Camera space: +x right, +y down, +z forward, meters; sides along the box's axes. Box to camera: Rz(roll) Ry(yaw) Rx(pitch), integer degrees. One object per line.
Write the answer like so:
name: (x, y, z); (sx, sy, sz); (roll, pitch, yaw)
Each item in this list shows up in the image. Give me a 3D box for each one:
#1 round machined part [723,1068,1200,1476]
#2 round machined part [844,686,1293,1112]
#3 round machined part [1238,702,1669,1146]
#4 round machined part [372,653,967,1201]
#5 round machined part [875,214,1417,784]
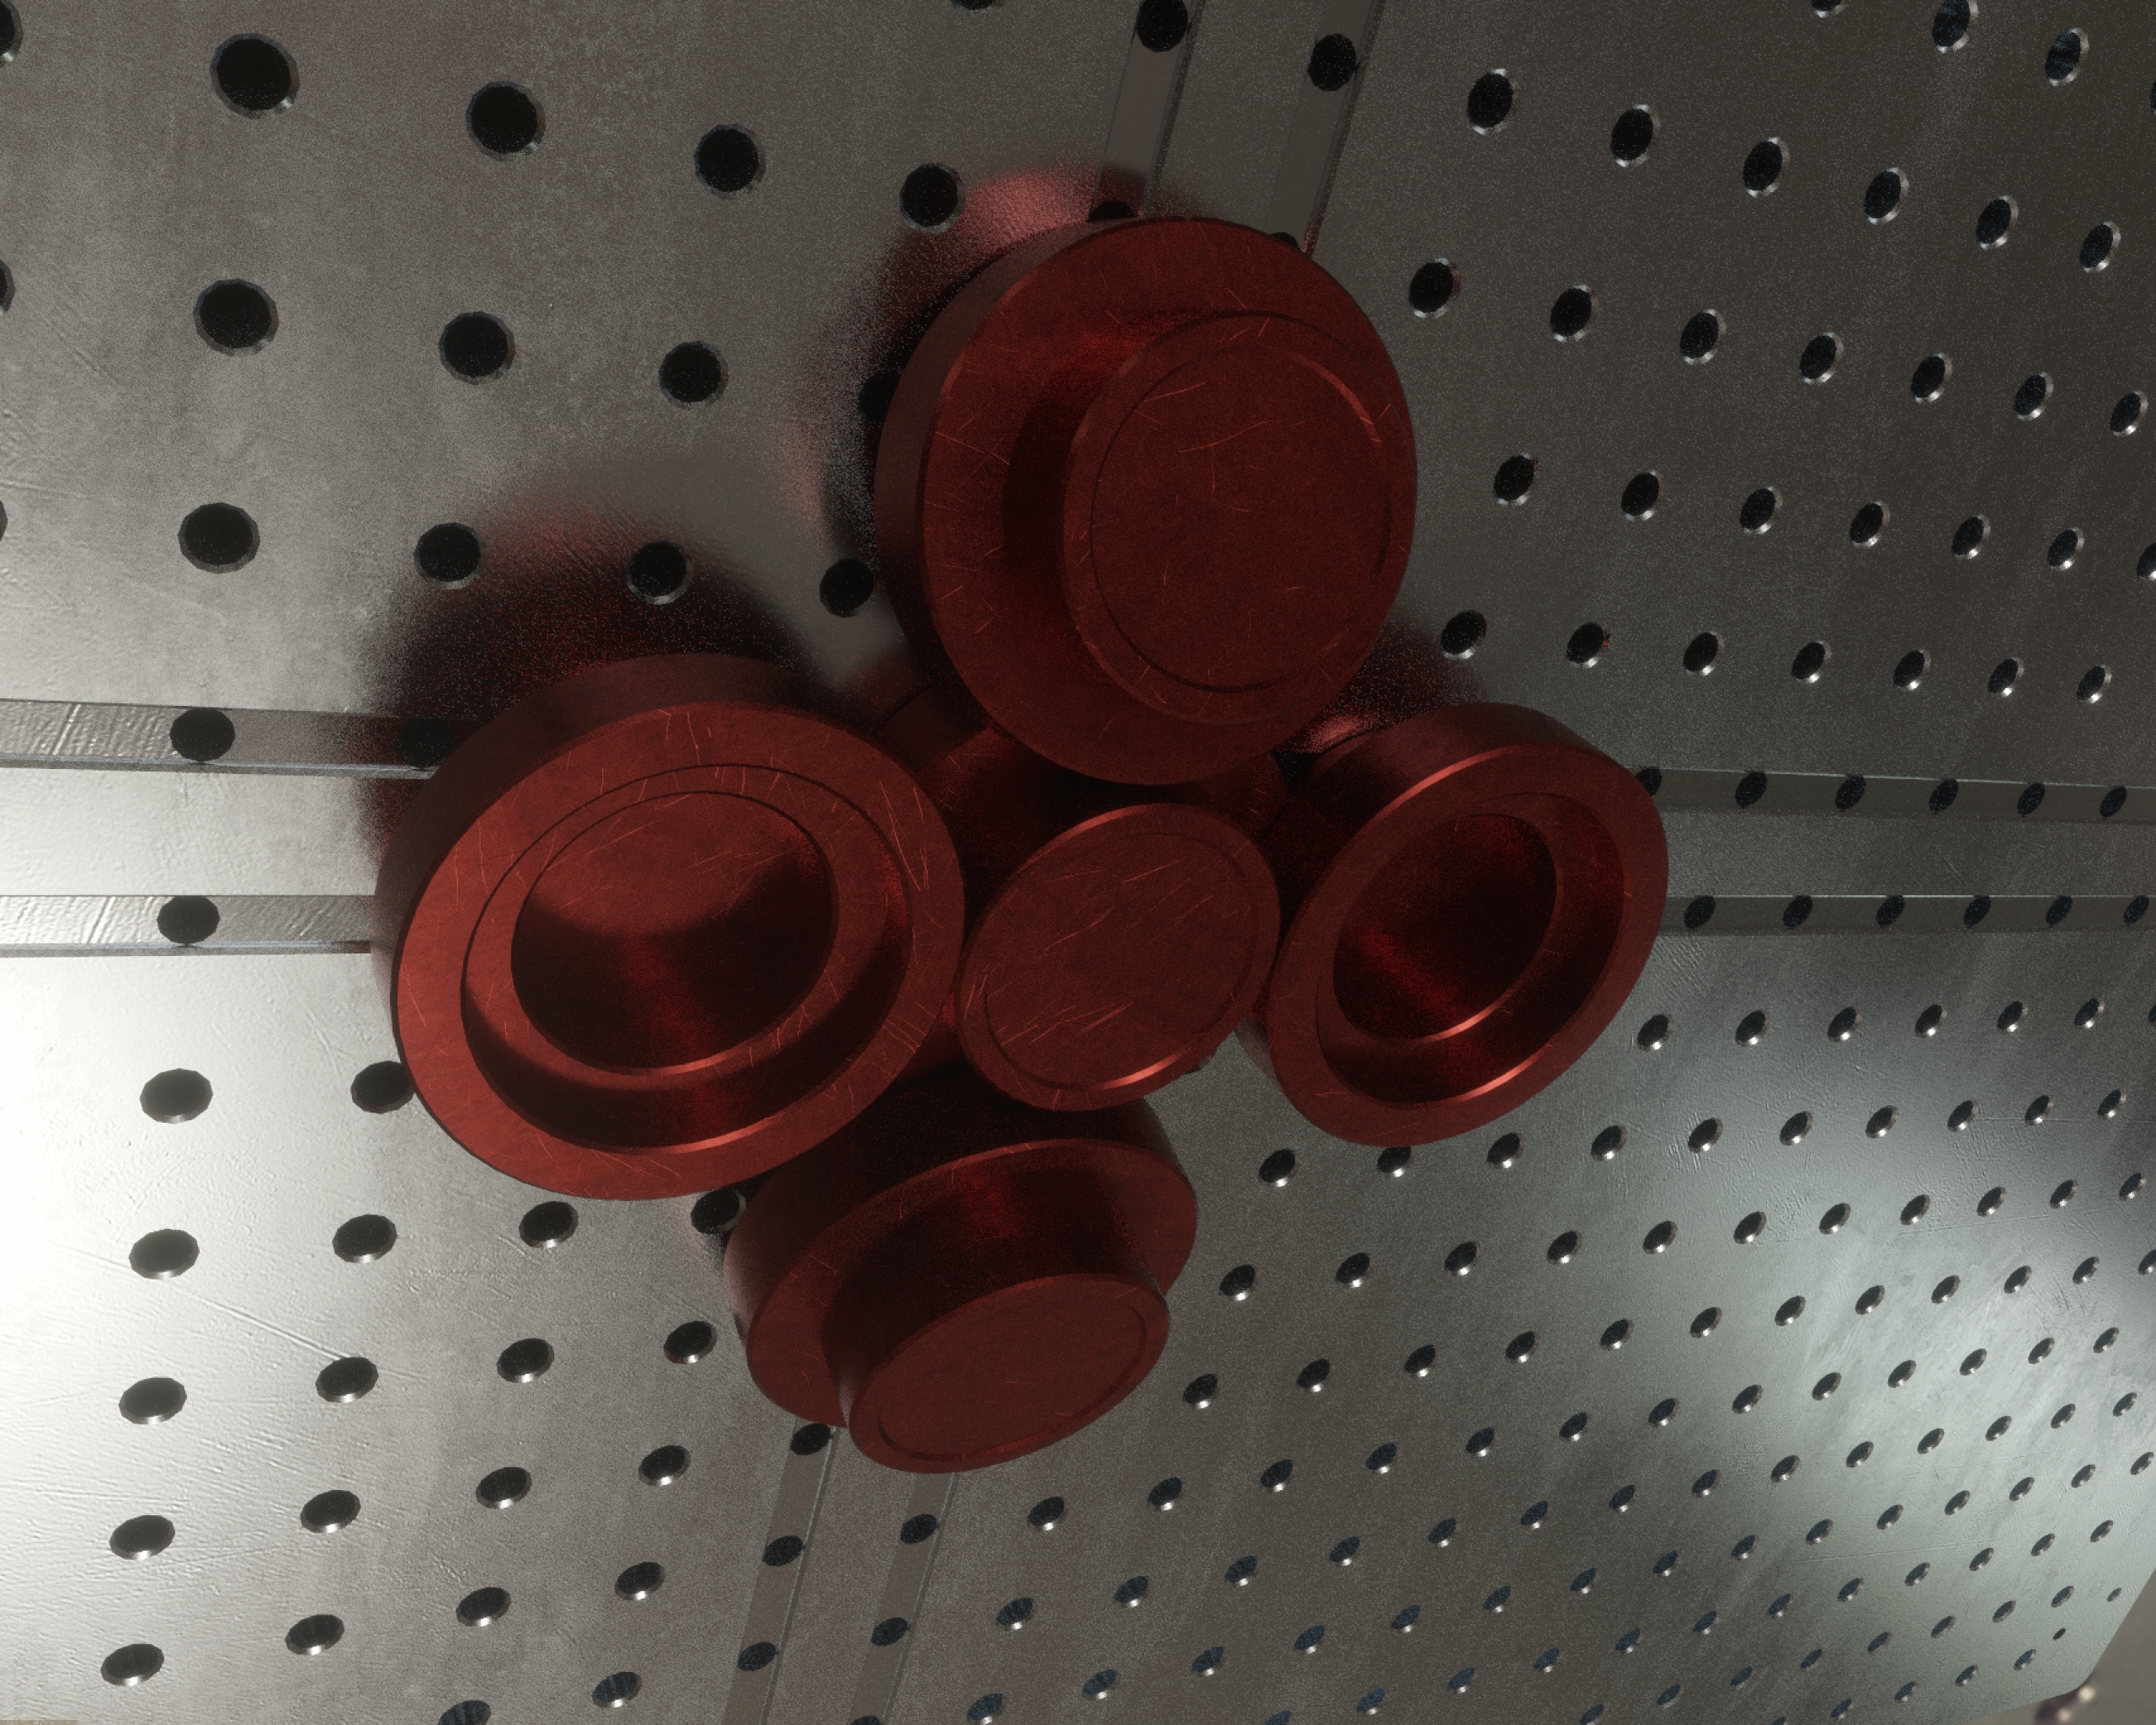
round machined part: (-0.020, 0.090, 0.431); (0.099, 0.042, 0.097); (-15, 139, -14)
round machined part: (0.000, 0.009, 0.406); (0.099, 0.042, 0.097); (-14, 125, -21)
round machined part: (0.074, 0.009, 0.448); (0.099, 0.042, 0.097); (-14, 125, -21)
round machined part: (-0.073, 0.008, 0.366); (0.099, 0.042, 0.097); (-14, 125, -21)
round machined part: (0.018, -0.061, 0.359); (0.099, 0.042, 0.097); (-8, 107, -25)
